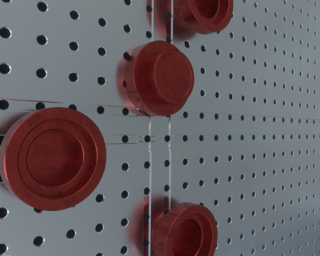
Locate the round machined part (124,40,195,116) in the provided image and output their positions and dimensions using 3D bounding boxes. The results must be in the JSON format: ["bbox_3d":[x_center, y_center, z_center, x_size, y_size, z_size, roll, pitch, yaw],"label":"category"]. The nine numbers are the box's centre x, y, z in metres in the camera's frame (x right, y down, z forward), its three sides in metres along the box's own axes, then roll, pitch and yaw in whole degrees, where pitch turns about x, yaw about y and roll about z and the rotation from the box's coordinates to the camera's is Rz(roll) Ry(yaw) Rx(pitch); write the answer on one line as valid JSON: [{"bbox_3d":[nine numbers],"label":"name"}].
[{"bbox_3d":[0.006,-0.065,0.402,0.099,0.042,0.097,0,90,-40],"label":"round machined part"}]

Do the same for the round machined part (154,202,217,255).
[{"bbox_3d":[0.031,0.150,0.423,0.099,0.042,0.097,0,90,-40],"label":"round machined part"}]

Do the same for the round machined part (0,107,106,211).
[{"bbox_3d":[-0.107,0.029,0.308,0.099,0.042,0.097,0,90,-40],"label":"round machined part"}]

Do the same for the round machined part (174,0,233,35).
[{"bbox_3d":[0.058,-0.183,0.445,0.099,0.042,0.097,0,90,-40],"label":"round machined part"}]
